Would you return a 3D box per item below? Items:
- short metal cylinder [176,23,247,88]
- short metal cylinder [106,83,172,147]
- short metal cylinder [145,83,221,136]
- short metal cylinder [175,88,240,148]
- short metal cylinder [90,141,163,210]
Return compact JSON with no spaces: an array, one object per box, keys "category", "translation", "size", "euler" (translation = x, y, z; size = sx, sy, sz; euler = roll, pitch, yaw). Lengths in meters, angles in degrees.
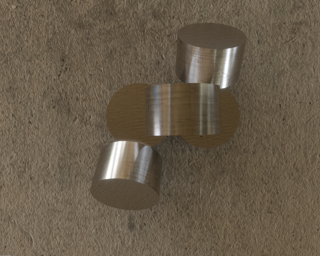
[{"category":"short metal cylinder","translation":[0.060,-0.090,0.377],"size":[0.081,0.080,0.050],"euler":[1,128,-1]},{"category":"short metal cylinder","translation":[-0.025,-0.014,0.398],"size":[0.081,0.050,0.079],"euler":[0,90,-1]},{"category":"short metal cylinder","translation":[0.025,-0.018,0.334],"size":[0.081,0.080,0.050],"euler":[-1,90,-1]},{"category":"short metal cylinder","translation":[0.056,-0.016,0.399],"size":[0.081,0.050,0.079],"euler":[0,90,-1]},{"category":"short metal cylinder","translation":[-0.039,0.060,0.376],"size":[0.081,0.080,0.050],"euler":[7,51,-1]}]
